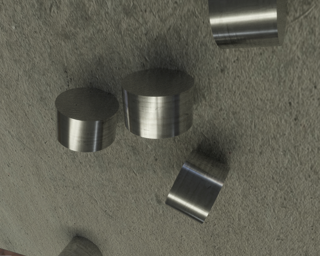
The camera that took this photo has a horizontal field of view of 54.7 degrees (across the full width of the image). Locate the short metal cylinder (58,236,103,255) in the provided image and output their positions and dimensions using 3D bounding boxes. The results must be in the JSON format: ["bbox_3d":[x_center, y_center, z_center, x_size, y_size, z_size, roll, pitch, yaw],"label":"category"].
[{"bbox_3d":[-0.168,0.276,0.650,0.080,0.050,0.079,13,124,21],"label":"short metal cylinder"}]

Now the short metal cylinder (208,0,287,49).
[{"bbox_3d":[0.077,-0.109,0.263,0.050,0.080,0.079,4,120,26],"label":"short metal cylinder"}]

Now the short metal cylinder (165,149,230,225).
[{"bbox_3d":[0.048,0.073,0.391,0.050,0.080,0.079,27,128,12],"label":"short metal cylinder"}]

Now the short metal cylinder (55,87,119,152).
[{"bbox_3d":[-0.098,-0.013,0.415,0.080,0.080,0.050,23,127,14],"label":"short metal cylinder"}]

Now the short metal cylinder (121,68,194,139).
[{"bbox_3d":[-0.002,-0.030,0.354,0.080,0.080,0.050,12,124,21],"label":"short metal cylinder"}]
